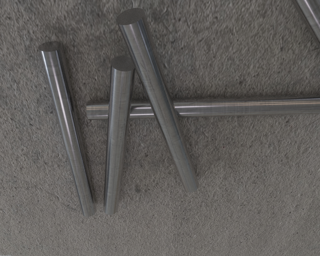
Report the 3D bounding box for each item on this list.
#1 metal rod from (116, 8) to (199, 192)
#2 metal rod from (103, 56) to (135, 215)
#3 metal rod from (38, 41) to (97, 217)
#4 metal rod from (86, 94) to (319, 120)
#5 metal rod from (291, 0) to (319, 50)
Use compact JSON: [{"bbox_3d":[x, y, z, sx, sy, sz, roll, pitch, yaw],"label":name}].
[{"bbox_3d":[0.012,-0.002,0.372,0.025,0.025,0.299,-11,140,9],"label":"metal rod"},{"bbox_3d":[-0.059,0.036,0.412,0.025,0.025,0.298,7,137,-6],"label":"metal rod"},{"bbox_3d":[-0.119,0.026,0.428,0.025,0.025,0.298,0,130,-1],"label":"metal rod"},{"bbox_3d":[0.062,-0.026,0.384,0.302,0.025,0.025,-2,130,1],"label":"metal rod"},{"bbox_3d":[0.166,-0.106,0.318,0.025,0.025,0.301,-34,123,25],"label":"metal rod"}]
